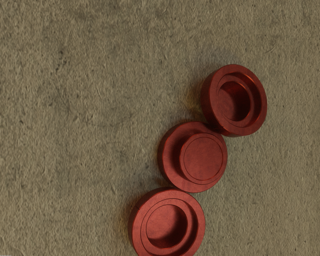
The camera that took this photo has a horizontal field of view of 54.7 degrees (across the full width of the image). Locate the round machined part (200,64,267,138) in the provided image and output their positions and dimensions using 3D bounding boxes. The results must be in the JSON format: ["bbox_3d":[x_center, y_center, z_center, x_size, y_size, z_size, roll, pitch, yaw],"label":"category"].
[{"bbox_3d":[0.097,-0.035,0.429,0.099,0.042,0.098,5,79,-26],"label":"round machined part"}]

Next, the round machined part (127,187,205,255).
[{"bbox_3d":[0.005,0.125,0.402,0.099,0.042,0.097,0,90,-20],"label":"round machined part"}]

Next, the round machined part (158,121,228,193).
[{"bbox_3d":[0.050,0.039,0.418,0.099,0.042,0.097,0,90,-20],"label":"round machined part"}]
